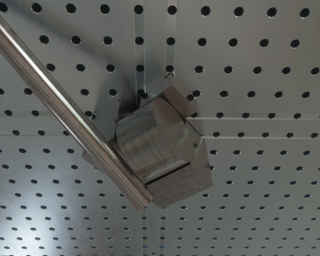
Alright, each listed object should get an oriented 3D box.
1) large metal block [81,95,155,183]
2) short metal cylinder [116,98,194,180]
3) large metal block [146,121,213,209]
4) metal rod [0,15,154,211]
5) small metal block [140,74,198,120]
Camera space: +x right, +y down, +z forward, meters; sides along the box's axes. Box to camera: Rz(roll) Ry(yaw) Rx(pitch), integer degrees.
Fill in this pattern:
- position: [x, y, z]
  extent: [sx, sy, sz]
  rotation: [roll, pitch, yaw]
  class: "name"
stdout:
- position: [-0.045, 0.020, 0.393]
  extent: [0.050, 0.080, 0.080]
  rotation: [-30, 124, 23]
  class: "large metal block"
- position: [-0.004, 0.012, 0.353]
  extent: [0.050, 0.080, 0.080]
  rotation: [-30, 125, 22]
  class: "short metal cylinder"
- position: [0.018, 0.049, 0.415]
  extent: [0.080, 0.080, 0.050]
  rotation: [-30, 124, 23]
  class: "large metal block"
- position: [-0.109, -0.033, 0.313]
  extent: [0.025, 0.025, 0.300]
  rotation: [-34, 102, 25]
  class: "metal rod"
- position: [0.011, -0.031, 0.386]
  extent: [0.050, 0.025, 0.050]
  rotation: [-34, 123, 25]
  class: "small metal block"
